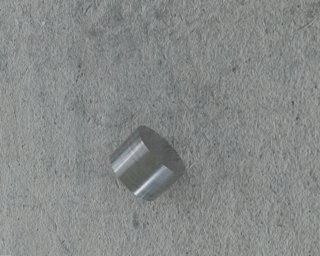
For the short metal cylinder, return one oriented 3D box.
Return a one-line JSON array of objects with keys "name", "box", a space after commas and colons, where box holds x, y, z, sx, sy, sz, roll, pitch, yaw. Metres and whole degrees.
[{"name": "short metal cylinder", "box": [-0.014, 0.043, 0.385, 0.050, 0.080, 0.080, -45, 76, 15]}]
